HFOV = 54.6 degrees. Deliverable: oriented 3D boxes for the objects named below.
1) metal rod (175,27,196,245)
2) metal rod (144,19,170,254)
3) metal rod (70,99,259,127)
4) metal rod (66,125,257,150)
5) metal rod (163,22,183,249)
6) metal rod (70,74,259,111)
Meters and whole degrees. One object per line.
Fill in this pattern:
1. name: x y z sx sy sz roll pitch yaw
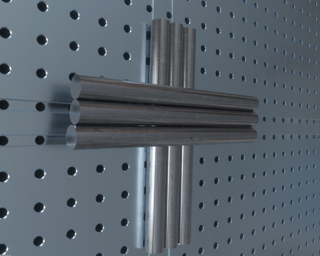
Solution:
1. metal rod: 0.035 0.010 0.437 0.025 0.025 0.298 2 89 -40
2. metal rod: -0.004 0.010 0.405 0.025 0.025 0.298 2 89 -40
3. metal rod: 0.032 -0.015 0.402 0.302 0.025 0.025 1 90 -40
4. metal rod: 0.029 0.010 0.400 0.302 0.025 0.025 1 90 -40
5. metal rod: 0.015 0.009 0.421 0.025 0.025 0.298 2 89 -40
6. metal rod: 0.033 -0.040 0.403 0.302 0.025 0.025 1 90 -40
